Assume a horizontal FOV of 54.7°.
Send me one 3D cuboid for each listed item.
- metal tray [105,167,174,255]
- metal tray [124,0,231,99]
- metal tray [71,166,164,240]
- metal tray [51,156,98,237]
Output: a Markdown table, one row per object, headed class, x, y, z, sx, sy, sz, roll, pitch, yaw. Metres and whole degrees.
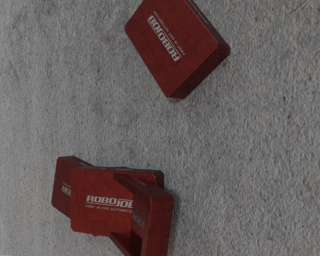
| class | x | y | z | sx | sy | sz | roll | pitch | yaw |
| --- | --- | --- | --- | --- | --- | --- | --- | --- | --- |
| metal tray | -0.035 | 0.109 | 0.395 | 0.130 | 0.030 | 0.089 | 17 | 102 | 56 |
| metal tray | 0.016 | -0.112 | 0.389 | 0.090 | 0.030 | 0.130 | -45 | 63 | 31 |
| metal tray | -0.060 | 0.101 | 0.427 | 0.130 | 0.030 | 0.089 | 0 | 90 | 22 |
| metal tray | -0.125 | 0.106 | 0.505 | 0.130 | 0.030 | 0.089 | 17 | 101 | 38 |
